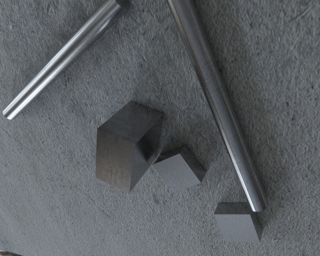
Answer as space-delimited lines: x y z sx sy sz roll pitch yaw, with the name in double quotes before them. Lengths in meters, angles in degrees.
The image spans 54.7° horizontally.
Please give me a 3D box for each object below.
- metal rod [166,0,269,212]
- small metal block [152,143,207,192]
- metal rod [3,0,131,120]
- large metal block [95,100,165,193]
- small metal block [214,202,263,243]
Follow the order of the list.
"metal rod" 0.068 -0.029 0.352 0.025 0.025 0.299 -13 112 33
"small metal block" 0.027 0.056 0.426 0.050 0.025 0.050 -27 104 37
"metal rod" -0.146 -0.083 0.430 0.299 0.025 0.025 -29 103 37
"large metal block" -0.039 0.022 0.404 0.050 0.080 0.079 21 126 15
"small metal block" 0.109 0.130 0.429 0.050 0.025 0.050 -10 114 32
